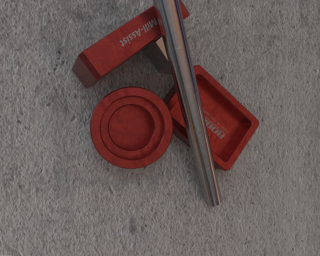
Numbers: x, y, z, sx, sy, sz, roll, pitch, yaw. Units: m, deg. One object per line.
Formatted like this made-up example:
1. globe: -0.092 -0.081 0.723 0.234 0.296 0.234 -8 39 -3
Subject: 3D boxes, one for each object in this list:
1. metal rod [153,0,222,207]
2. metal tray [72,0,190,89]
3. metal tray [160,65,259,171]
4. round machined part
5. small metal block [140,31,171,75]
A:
1. metal rod: 0.038 -0.021 0.369 0.025 0.025 0.298 -28 121 -18
2. metal tray: -0.037 -0.099 0.362 0.131 0.090 0.030 -39 103 -16
3. metal tray: 0.067 -0.013 0.434 0.130 0.030 0.090 40 77 -16
4. round machined part: -0.037 -0.001 0.385 0.099 0.042 0.097 -1 93 -14
5. small metal block: 0.006 -0.096 0.395 0.025 0.050 0.050 -44 119 -12
